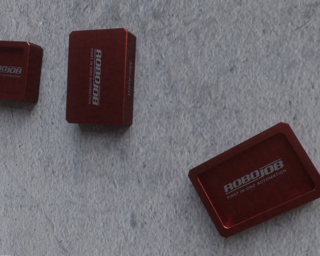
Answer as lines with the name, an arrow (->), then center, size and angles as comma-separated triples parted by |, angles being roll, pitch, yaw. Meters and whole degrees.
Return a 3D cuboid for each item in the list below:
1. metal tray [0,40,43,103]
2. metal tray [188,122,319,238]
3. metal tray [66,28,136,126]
metal tray -> -0.253, -0.091, 0.493 | 0.130, 0.030, 0.089 | 8, 93, 19
metal tray -> 0.111, 0.061, 0.366 | 0.130, 0.030, 0.090 | -31, 80, 17
metal tray -> -0.083, -0.069, 0.434 | 0.090, 0.030, 0.129 | 3, 91, 19
